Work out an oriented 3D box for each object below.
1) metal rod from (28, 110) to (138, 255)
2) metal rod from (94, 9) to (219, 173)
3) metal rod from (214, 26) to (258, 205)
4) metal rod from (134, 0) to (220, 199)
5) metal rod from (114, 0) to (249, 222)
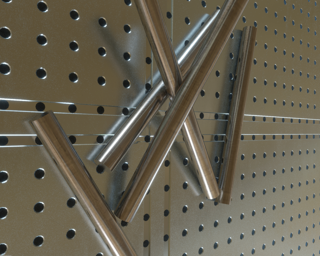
[{"bbox_3d":[-0.059,0.116,0.358,0.025,0.025,0.299,-39,114,-33],"label":"metal rod"},{"bbox_3d":[0.014,-0.065,0.419,0.025,0.025,0.301,51,60,-28],"label":"metal rod"},{"bbox_3d":[0.128,-0.026,0.514,0.025,0.025,0.299,19,78,-38],"label":"metal rod"},{"bbox_3d":[0.031,-0.023,0.406,0.025,0.025,0.299,-41,124,-32],"label":"metal rod"},{"bbox_3d":[0.025,-0.026,0.370,0.025,0.025,0.299,27,92,-37],"label":"metal rod"}]
